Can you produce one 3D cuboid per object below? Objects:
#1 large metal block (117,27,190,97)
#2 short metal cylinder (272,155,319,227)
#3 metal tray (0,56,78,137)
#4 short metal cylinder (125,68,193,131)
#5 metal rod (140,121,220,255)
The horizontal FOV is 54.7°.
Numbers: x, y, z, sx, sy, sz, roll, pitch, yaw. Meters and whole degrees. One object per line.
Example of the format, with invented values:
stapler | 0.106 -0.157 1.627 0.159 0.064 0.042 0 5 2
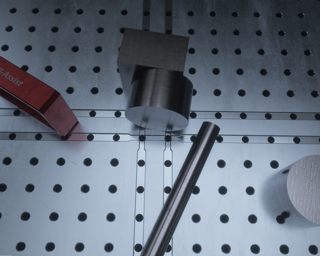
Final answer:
large metal block | -0.008 -0.082 0.413 0.080 0.080 0.050 9 70 3
short metal cylinder | 0.183 0.077 0.373 0.081 0.050 0.080 0 70 0
metal tray | -0.175 -0.046 0.391 0.130 0.090 0.030 31 73 10
short metal cylinder | 0.000 -0.033 0.395 0.080 0.080 0.050 8 70 3
metal rod | 0.003 0.124 0.366 0.025 0.025 0.300 25 72 8
